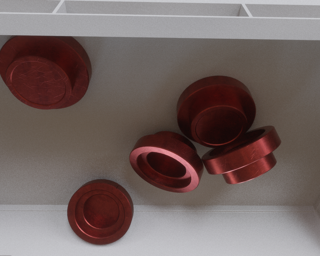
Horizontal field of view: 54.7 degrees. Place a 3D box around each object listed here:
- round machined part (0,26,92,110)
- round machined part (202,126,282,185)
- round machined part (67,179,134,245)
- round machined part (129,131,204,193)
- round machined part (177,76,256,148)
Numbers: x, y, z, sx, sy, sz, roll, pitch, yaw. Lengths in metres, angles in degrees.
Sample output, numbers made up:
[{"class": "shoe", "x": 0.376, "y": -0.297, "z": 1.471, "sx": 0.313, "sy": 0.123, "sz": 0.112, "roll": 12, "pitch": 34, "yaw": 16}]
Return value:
[{"class": "round machined part", "x": -0.129, "y": -0.059, "z": 0.346, "sx": 0.099, "sy": 0.042, "sz": 0.097, "roll": -1, "pitch": 130, "yaw": 0}, {"class": "round machined part", "x": 0.106, "y": 0.037, "z": 0.391, "sx": 0.098, "sy": 0.098, "sz": 0.042, "roll": -26, "pitch": 91, "yaw": 20}, {"class": "round machined part", "x": -0.090, "y": 0.127, "z": 0.486, "sx": 0.099, "sy": 0.042, "sz": 0.097, "roll": 0, "pitch": 97, "yaw": 2}, {"class": "round machined part", "x": 0.012, "y": 0.042, "z": 0.419, "sx": 0.098, "sy": 0.042, "sz": 0.097, "roll": 16, "pitch": 141, "yaw": 14}, {"class": "round machined part", "x": 0.071, "y": -0.013, "z": 0.388, "sx": 0.099, "sy": 0.042, "sz": 0.097, "roll": -1, "pitch": 130, "yaw": 0}]
